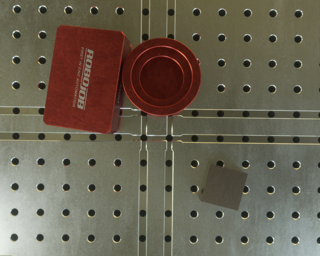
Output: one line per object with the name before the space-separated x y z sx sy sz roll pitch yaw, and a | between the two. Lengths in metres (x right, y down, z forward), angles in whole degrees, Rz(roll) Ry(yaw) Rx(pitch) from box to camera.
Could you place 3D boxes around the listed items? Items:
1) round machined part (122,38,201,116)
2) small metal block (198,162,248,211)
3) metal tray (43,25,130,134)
round machined part | 0.002 -0.064 0.405 0.099 0.042 0.097 0 90 -1
small metal block | 0.083 0.077 0.414 0.050 0.025 0.050 15 90 0
metal tray | -0.094 -0.062 0.404 0.090 0.030 0.129 9 90 8
